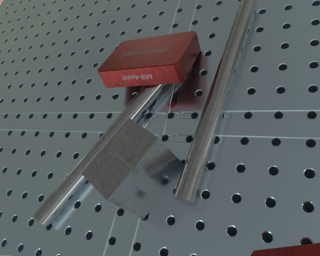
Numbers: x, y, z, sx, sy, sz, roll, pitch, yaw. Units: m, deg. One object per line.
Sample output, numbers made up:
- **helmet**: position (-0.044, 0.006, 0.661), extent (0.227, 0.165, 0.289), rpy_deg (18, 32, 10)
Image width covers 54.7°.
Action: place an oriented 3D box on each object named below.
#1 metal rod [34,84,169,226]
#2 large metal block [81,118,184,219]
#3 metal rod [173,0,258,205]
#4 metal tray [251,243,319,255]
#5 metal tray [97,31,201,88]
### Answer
- **metal rod**: position (-0.063, 0.009, 0.434), extent (0.025, 0.025, 0.300), rpy_deg (33, 80, 38)
- **large metal block**: position (-0.027, 0.048, 0.356), extent (0.050, 0.080, 0.080), rpy_deg (33, 80, 38)
- **metal rod**: position (0.078, -0.049, 0.396), extent (0.025, 0.025, 0.300), rpy_deg (8, 65, 31)
- **metal tray**: position (0.146, 0.139, 0.243), extent (0.130, 0.030, 0.090), rpy_deg (-15, 56, 19)
- **metal tray**: position (-0.015, -0.100, 0.455), extent (0.130, 0.030, 0.090), rpy_deg (0, 43, 28)
